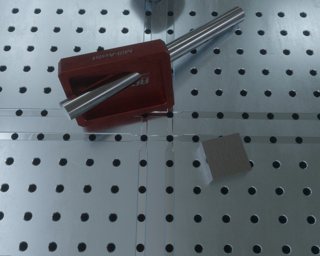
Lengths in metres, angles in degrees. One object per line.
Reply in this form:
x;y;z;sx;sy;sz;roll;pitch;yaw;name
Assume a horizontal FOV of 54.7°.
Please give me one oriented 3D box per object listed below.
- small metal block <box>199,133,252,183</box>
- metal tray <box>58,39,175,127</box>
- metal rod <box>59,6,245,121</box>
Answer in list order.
0.083;0.038;0.398;0.050;0.025;0.050;-13;71;-5;small metal block
-0.051;-0.055;0.394;0.131;0.090;0.030;-13;45;-5;metal tray
0.005;-0.097;0.420;0.302;0.025;0.025;-34;73;-22;metal rod
